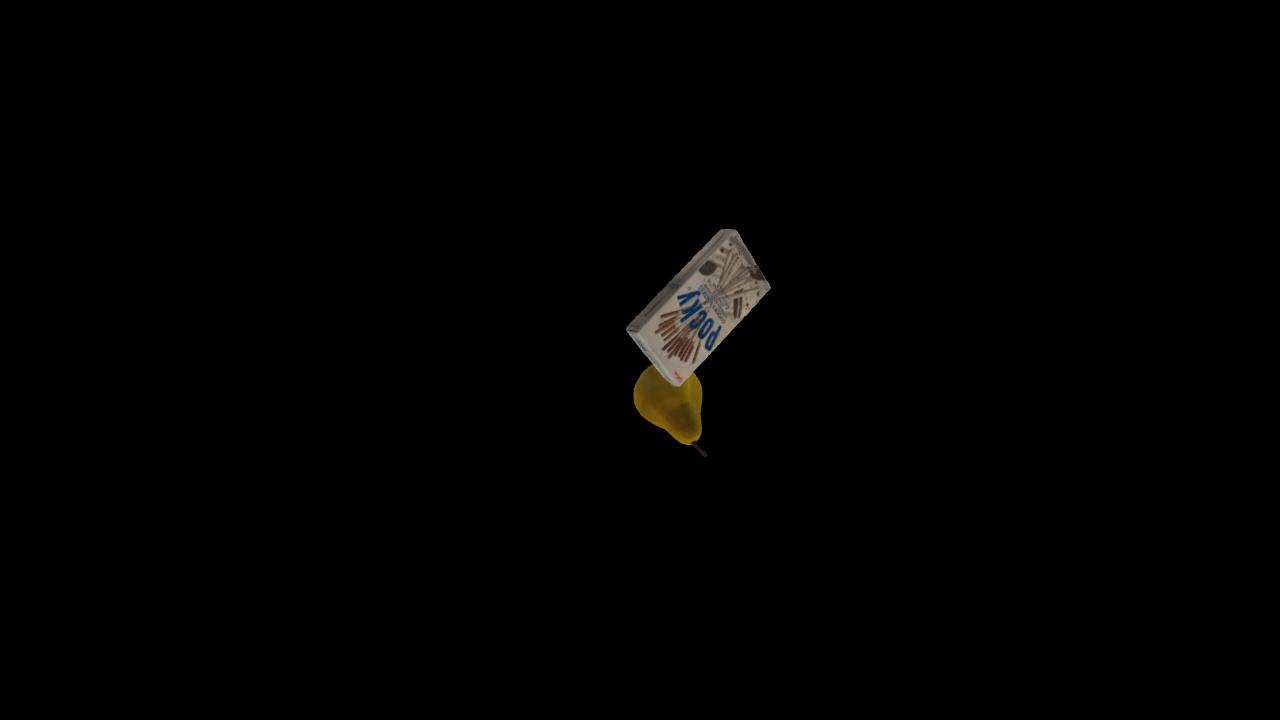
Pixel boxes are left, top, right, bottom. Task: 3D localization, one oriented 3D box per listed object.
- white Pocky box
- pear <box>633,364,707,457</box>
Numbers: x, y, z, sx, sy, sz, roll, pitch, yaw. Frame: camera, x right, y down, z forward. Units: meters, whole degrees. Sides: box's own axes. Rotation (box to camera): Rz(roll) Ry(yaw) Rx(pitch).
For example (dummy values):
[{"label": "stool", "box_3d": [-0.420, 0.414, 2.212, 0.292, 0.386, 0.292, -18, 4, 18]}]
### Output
[{"label": "white Pocky box", "box_3d": [0.063, -0.055, 0.637, 0.084, 0.154, 0.028, 51, -15, -29]}, {"label": "pear", "box_3d": [0.038, 0.056, 0.663, 0.080, 0.111, 0.080, -13, -36, -9]}]
